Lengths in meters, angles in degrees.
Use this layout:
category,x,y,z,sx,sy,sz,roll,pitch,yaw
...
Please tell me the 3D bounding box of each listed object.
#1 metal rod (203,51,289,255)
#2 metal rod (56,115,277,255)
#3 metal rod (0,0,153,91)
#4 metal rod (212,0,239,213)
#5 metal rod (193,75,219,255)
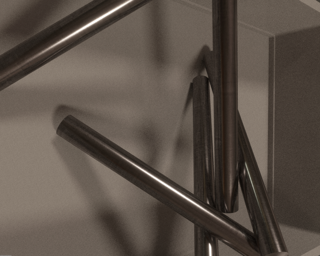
category,x,y,z,sx,sy,sz,roll,pitch,yaw
metal rod,0.093,0.005,0.382,0.025,0.025,0.300,31,37,-36
metal rod,0.025,0.077,0.319,0.301,0.025,0.025,33,65,3
metal rod,-0.043,-0.107,0.275,0.301,0.025,0.025,-32,114,-3
metal rod,0.068,-0.058,0.323,0.025,0.025,0.298,-8,100,-40
metal rod,0.054,0.053,0.378,0.025,0.025,0.300,33,46,-36
